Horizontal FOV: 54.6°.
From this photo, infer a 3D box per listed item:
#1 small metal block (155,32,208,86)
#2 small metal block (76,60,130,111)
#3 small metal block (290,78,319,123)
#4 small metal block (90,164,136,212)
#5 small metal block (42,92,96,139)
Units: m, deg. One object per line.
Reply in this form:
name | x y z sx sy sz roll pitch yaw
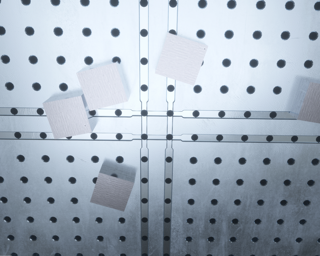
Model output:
small metal block | 0.025 -0.086 0.382 0.050 0.025 0.050 17 109 -6
small metal block | -0.071 -0.054 0.393 0.050 0.025 0.050 -14 110 5
small metal block | 0.205 -0.034 0.402 0.050 0.025 0.050 9 110 -4
small metal block | -0.067 0.086 0.444 0.050 0.025 0.050 18 109 -7
small metal block | -0.118 -0.017 0.406 0.050 0.025 0.050 -10 110 4
